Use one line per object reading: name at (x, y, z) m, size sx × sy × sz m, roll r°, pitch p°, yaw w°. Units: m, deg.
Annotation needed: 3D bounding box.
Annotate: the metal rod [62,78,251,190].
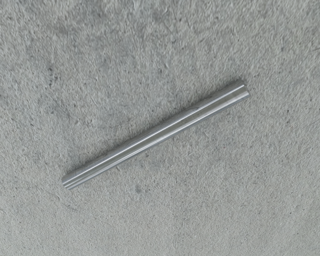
metal rod at (-0.020, 0.018, 0.424) m, size 0.300 × 0.025 × 0.025 m, roll -28°, pitch 125°, yaw 22°
